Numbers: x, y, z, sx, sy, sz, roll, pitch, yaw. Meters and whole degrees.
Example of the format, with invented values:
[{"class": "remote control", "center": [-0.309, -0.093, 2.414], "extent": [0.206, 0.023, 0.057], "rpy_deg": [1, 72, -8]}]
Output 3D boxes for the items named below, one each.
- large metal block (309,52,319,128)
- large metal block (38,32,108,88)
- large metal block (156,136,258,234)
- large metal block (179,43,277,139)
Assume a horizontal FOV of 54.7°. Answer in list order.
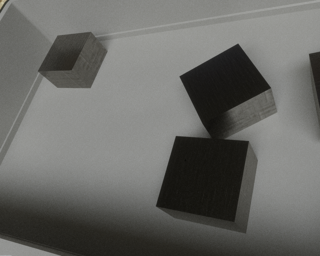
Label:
[{"class": "large metal block", "center": [0.196, -0.036, 0.302], "extent": [0.080, 0.050, 0.080], "rpy_deg": [-8, 49, 24]}, {"class": "large metal block", "center": [-0.151, -0.117, 0.541], "extent": [0.080, 0.050, 0.080], "rpy_deg": [5, 64, 30]}, {"class": "large metal block", "center": [0.052, 0.057, 0.327], "extent": [0.080, 0.050, 0.080], "rpy_deg": [3, 63, 29]}, {"class": "large metal block", "center": [0.080, -0.041, 0.373], "extent": [0.080, 0.050, 0.080], "rpy_deg": [-28, 52, 10]}]
